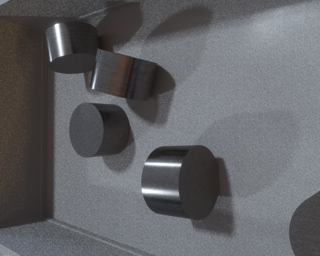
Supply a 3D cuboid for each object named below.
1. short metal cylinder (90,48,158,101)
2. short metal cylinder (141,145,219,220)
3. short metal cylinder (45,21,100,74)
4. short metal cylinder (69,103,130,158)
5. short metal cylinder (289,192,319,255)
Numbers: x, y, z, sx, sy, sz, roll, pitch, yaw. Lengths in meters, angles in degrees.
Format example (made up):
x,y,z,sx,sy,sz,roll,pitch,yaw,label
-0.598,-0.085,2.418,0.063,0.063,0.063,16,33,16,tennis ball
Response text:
x,y,z,sx,sy,sz,roll,pitch,yaw,label
-0.048,-0.071,0.411,0.080,0.081,0.050,24,105,37,short metal cylinder
0.025,0.060,0.350,0.050,0.081,0.080,-4,87,40,short metal cylinder
-0.134,-0.122,0.482,0.080,0.081,0.050,-18,79,38,short metal cylinder
-0.092,0.003,0.466,0.080,0.050,0.080,0,90,40,short metal cylinder
0.158,0.089,0.260,0.080,0.050,0.080,0,90,40,short metal cylinder
